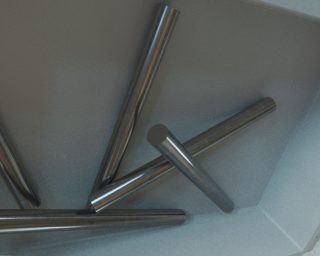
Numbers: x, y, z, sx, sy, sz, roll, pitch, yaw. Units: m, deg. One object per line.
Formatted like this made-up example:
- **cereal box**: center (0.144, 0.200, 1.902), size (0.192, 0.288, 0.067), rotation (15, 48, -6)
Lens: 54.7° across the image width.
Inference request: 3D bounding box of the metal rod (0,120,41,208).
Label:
- **metal rod**: center (-0.178, -0.027, 0.294), size (0.025, 0.025, 0.298), rotation (-21, 127, -16)

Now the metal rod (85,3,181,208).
- **metal rod**: center (-0.043, -0.001, 0.384), size (0.025, 0.025, 0.298), rotation (9, 114, -33)

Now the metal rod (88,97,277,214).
- **metal rod**: center (0.043, 0.029, 0.431), size (0.302, 0.025, 0.025), rotation (-27, 128, -18)

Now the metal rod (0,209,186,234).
- **metal rod**: center (-0.070, 0.121, 0.413), size (0.302, 0.025, 0.025), rotation (15, 111, -45)

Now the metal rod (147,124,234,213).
- **metal rod**: center (0.060, 0.075, 0.447), size (0.025, 0.025, 0.300), rotation (-42, 142, 1)
